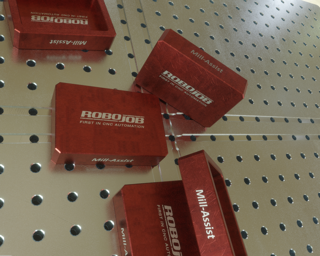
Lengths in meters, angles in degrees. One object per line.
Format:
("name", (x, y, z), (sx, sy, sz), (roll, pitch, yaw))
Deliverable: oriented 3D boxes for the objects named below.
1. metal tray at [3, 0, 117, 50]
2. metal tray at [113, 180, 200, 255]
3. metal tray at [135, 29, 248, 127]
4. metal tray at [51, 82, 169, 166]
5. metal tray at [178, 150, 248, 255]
("metal tray", (-0.135, -0.152, 0.424), (0.131, 0.030, 0.090), (-8, 66, -32))
("metal tray", (0.006, 0.124, 0.332), (0.091, 0.030, 0.130), (1, 61, -28))
("metal tray", (0.041, -0.063, 0.426), (0.130, 0.090, 0.030), (32, 52, -8))
("metal tray", (-0.060, -0.003, 0.374), (0.131, 0.030, 0.090), (5, 60, -26))
("metal tray", (0.061, 0.098, 0.336), (0.090, 0.030, 0.130), (44, 30, -58))
